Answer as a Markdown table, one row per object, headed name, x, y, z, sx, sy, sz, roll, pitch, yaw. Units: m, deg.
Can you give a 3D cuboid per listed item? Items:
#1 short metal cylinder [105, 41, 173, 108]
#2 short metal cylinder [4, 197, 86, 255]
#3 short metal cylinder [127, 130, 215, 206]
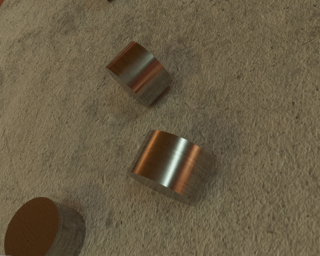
| name | x | y | z | sx | sy | sz | roll | pitch | yaw |
| --- | --- | --- | --- | --- | --- | --- | --- | --- | --- |
| short metal cylinder | -0.029 | -0.073 | 0.429 | 0.050 | 0.080 | 0.080 | -47 | 51 | -4 |
| short metal cylinder | -0.140 | 0.131 | 0.381 | 0.080 | 0.050 | 0.080 | -13 | 56 | 21 |
| short metal cylinder | 0.012 | 0.044 | 0.336 | 0.080 | 0.080 | 0.050 | 15 | 70 | 34 |
